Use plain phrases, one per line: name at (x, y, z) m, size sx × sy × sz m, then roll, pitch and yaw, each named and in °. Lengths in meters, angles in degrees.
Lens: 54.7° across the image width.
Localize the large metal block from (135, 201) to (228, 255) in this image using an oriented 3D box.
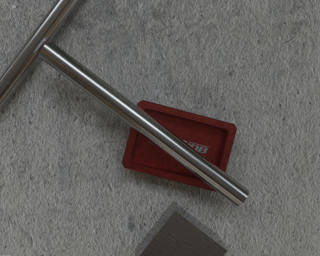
large metal block at (0.025, 0.155, 0.398) m, size 0.080 × 0.050 × 0.080 m, roll 38°, pitch 90°, yaw -1°

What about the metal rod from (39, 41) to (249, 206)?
metal rod at (-0.019, -0.005, 0.379) m, size 0.301 × 0.025 × 0.025 m, roll 37°, pitch 90°, yaw 0°

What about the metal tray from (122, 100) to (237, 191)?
metal tray at (0.025, 0.023, 0.407) m, size 0.131 × 0.030 × 0.089 m, roll 15°, pitch 90°, yaw -1°

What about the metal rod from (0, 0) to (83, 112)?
metal rod at (-0.145, -0.133, 0.407) m, size 0.025 × 0.025 × 0.299 m, roll 36°, pitch 90°, yaw -1°
